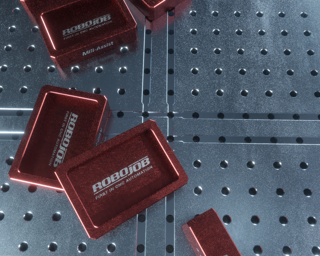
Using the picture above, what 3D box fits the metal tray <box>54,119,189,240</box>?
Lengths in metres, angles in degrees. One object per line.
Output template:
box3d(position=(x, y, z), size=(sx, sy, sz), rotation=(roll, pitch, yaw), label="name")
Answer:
box3d(position=(-0.043, 0.057, 0.367), size=(0.131, 0.030, 0.090), rotation=(-28, 82, -21), label="metal tray")

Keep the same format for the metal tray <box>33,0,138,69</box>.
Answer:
box3d(position=(-0.109, -0.154, 0.464), size=(0.131, 0.030, 0.090), rotation=(-24, 72, -9), label="metal tray")

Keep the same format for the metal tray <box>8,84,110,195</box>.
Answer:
box3d(position=(-0.126, 0.014, 0.403), size=(0.090, 0.030, 0.130), rotation=(11, 70, 4), label="metal tray")

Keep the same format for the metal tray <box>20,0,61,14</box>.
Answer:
box3d(position=(-0.175, -0.250, 0.500), size=(0.131, 0.030, 0.090), rotation=(-30, 73, -11), label="metal tray")

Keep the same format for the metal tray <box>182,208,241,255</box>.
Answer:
box3d(position=(0.070, 0.152, 0.322), size=(0.030, 0.090, 0.130), rotation=(-27, 72, -9), label="metal tray")

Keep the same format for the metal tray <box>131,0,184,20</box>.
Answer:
box3d(position=(-0.019, -0.244, 0.498), size=(0.090, 0.030, 0.130), rotation=(-38, 74, -13), label="metal tray")
